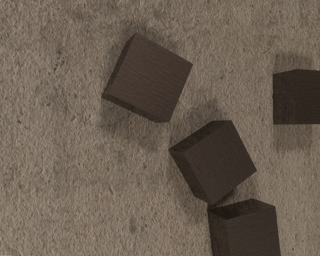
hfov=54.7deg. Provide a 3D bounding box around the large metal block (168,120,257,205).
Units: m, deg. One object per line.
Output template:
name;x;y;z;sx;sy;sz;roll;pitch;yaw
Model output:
large metal block;0.071;0.044;0.424;0.080;0.050;0.080;-32;101;-17

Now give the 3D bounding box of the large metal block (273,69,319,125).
large metal block;0.226;-0.046;0.481;0.081;0.050;0.079;-1;90;-20

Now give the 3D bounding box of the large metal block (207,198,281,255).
large metal block;0.120;0.153;0.442;0.081;0.050;0.079;-8;93;-20

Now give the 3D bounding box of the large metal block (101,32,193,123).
large metal block;-0.017;-0.059;0.390;0.080;0.050;0.080;25;82;-19
